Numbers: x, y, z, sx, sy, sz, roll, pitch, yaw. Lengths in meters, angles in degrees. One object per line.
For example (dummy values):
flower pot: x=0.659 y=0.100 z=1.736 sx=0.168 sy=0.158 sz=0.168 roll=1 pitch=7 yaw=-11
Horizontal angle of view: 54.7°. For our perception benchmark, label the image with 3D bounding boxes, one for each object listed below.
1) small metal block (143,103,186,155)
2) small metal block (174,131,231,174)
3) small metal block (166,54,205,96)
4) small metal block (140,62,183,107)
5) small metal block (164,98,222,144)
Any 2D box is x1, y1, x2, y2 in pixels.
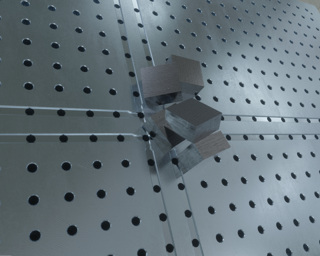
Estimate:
small metal block: x=0.014 y=0.001 z=0.417 sx=0.050 sy=0.025 sz=0.050 roll=-29 pitch=78 yaw=-38
small metal block: x=0.055 y=0.032 z=0.404 sx=0.050 sy=0.050 sz=0.025 roll=-19 pitch=72 yaw=-36
small metal block: x=0.037 y=-0.082 z=0.480 sx=0.050 sy=0.025 sz=0.050 roll=8 pitch=58 yaw=-24
small metal block: x=0.002 y=-0.061 z=0.433 sx=0.050 sy=0.025 sz=0.050 roll=-10 pitch=62 yaw=4
small metal block: x=0.042 y=-0.011 z=0.392 sx=0.050 sy=0.025 sz=0.050 roll=-26 pitch=44 yaw=-37
